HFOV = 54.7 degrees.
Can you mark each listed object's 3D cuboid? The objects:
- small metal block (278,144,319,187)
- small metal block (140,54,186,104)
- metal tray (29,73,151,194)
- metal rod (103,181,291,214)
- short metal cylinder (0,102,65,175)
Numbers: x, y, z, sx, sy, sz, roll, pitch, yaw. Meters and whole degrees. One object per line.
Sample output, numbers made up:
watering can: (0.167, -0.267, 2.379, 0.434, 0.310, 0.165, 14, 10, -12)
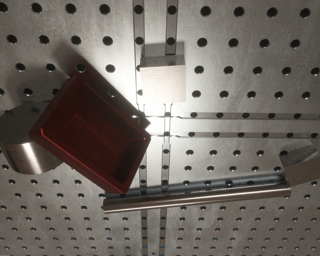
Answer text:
small metal block: (0.212, 0.057, 0.464, 0.050, 0.025, 0.050, -21, 127, 16)
small metal block: (0.004, -0.057, 0.364, 0.050, 0.025, 0.050, -3, 130, 2)
metal tray: (-0.076, 0.010, 0.373, 0.030, 0.090, 0.130, -11, 135, 43)
metal rod: (0.057, 0.114, 0.509, 0.302, 0.025, 0.025, -7, 130, 5)
short metal cylinder: (-0.154, 0.011, 0.383, 0.081, 0.080, 0.050, -2, 130, 1)
